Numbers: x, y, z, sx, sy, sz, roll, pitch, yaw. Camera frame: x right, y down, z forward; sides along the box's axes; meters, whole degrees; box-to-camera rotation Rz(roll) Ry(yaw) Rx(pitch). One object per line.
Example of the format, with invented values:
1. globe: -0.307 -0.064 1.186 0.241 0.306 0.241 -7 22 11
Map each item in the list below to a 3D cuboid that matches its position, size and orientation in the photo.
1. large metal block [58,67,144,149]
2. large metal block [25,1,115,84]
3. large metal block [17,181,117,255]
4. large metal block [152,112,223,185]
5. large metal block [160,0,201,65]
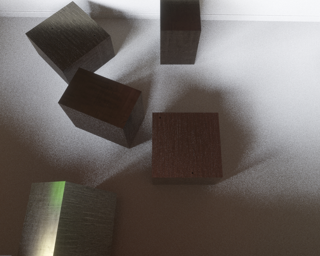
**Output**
1. large metal block: -0.068 -0.022 0.388 0.080 0.080 0.050 22 72 7
2. large metal block: -0.123 -0.117 0.438 0.080 0.050 0.080 -42 76 -14
3. large metal block: -0.096 0.105 0.333 0.050 0.080 0.080 -8 67 30
4. large metal block: 0.031 0.027 0.387 0.081 0.050 0.080 0 70 -1
5. large metal block: 0.025 -0.145 0.434 0.050 0.080 0.080 0 70 0
